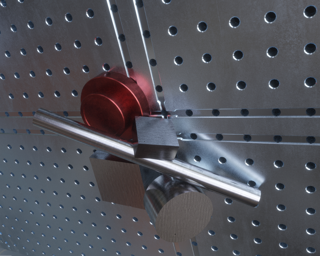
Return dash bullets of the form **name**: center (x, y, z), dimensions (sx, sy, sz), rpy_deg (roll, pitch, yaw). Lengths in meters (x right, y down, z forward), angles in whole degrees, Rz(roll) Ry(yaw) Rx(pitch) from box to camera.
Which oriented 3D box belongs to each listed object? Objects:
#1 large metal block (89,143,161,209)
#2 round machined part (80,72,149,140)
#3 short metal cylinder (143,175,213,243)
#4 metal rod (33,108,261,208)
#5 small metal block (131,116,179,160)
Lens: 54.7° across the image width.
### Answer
- **large metal block**: center (-0.047, 0.067, 0.457), dimensions (0.080, 0.050, 0.079), rpy_deg (5, 121, 25)
- **round machined part**: center (-0.067, -0.023, 0.420), dimensions (0.098, 0.042, 0.097), rpy_deg (13, 124, 20)
- **short metal cylinder**: center (0.024, 0.106, 0.419), dimensions (0.081, 0.050, 0.079), rpy_deg (-9, 116, -18)
- **metal rod**: center (-0.016, 0.038, 0.400), dimensions (0.301, 0.025, 0.025), rpy_deg (21, 127, -1)
- **small metal block**: center (-0.007, 0.012, 0.393), dimensions (0.050, 0.050, 0.025), rpy_deg (5, 131, -15)
